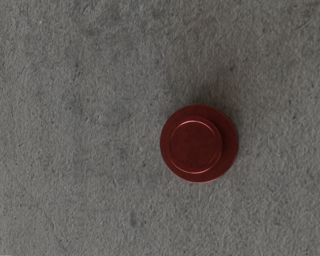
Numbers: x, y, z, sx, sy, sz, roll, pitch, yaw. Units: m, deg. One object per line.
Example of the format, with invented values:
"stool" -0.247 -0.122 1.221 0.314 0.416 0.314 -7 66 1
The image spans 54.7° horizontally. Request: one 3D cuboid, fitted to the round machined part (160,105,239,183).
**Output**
"round machined part" 0.046 0.020 0.383 0.098 0.042 0.097 0 90 19
